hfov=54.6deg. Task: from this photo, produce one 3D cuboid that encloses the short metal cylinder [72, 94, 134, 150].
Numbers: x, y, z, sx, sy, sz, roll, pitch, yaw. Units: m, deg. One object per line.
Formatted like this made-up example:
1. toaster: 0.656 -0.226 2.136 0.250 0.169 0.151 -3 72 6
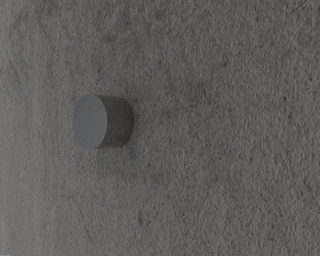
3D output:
1. short metal cylinder: -0.085 -0.009 0.460 0.080 0.050 0.080 0 90 40
